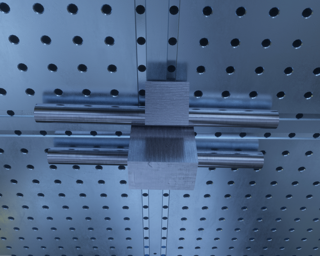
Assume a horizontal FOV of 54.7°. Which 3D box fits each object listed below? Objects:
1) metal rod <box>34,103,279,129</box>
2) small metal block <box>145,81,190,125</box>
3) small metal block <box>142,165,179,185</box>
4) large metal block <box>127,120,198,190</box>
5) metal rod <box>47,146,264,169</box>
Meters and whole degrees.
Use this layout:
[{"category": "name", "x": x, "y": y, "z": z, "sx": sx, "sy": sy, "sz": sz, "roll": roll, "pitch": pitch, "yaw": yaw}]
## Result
[{"category": "metal rod", "x": -0.002, "y": -0.015, "z": 0.393, "sx": 0.302, "sy": 0.025, "sz": 0.025, "roll": 2, "pitch": 130, "yaw": -2}, {"category": "small metal block", "x": 0.008, "y": -0.029, "z": 0.367, "sx": 0.050, "sy": 0.025, "sz": 0.050, "roll": 1, "pitch": 96, "yaw": -1}, {"category": "small metal block", "x": 0.000, "y": 0.069, "z": 0.450, "sx": 0.050, "sy": 0.025, "sz": 0.050, "roll": 2, "pitch": 168, "yaw": -2}, {"category": "large metal block", "x": 0.003, "y": 0.032, "z": 0.397, "sx": 0.081, "sy": 0.080, "sz": 0.050, "roll": 1, "pitch": 130, "yaw": -2}, {"category": "metal rod", "x": -0.005, "y": 0.043, "z": 0.444, "sx": 0.302, "sy": 0.025, "sz": 0.025, "roll": 2, "pitch": 130, "yaw": -2}]
